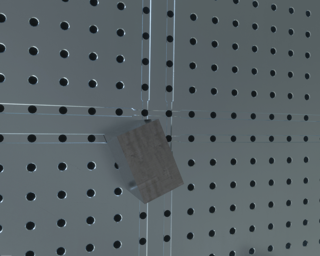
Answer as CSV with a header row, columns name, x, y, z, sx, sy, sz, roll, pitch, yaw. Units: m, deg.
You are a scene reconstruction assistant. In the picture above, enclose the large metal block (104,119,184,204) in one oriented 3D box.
name,x,y,z,sx,sy,sz,roll,pitch,yaw
large metal block,-0.023,0.036,0.375,0.050,0.080,0.080,-24,98,-18
